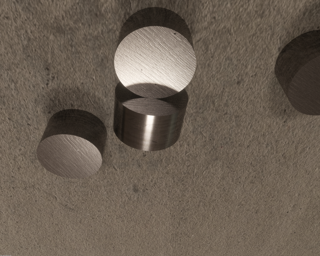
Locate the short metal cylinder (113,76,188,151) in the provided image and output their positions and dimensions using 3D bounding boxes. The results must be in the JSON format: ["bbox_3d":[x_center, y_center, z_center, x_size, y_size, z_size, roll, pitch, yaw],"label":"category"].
[{"bbox_3d":[-0.012,-0.019,0.354,0.081,0.080,0.050,6,130,-5],"label":"short metal cylinder"}]

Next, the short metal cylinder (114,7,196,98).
[{"bbox_3d":[-0.005,-0.078,0.324,0.081,0.050,0.079,-1,130,0],"label":"short metal cylinder"}]

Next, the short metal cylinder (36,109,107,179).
[{"bbox_3d":[-0.113,0.021,0.407,0.081,0.050,0.079,0,130,0],"label":"short metal cylinder"}]

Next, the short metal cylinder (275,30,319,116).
[{"bbox_3d":[0.175,-0.060,0.342,0.081,0.050,0.079,0,130,0],"label":"short metal cylinder"}]
